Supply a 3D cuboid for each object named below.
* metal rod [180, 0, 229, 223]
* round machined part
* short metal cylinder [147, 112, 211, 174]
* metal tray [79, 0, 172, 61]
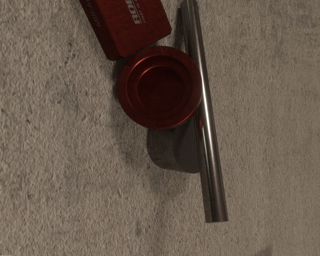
[{"bbox_3d":[0.052,-0.037,0.391,0.025,0.025,0.299,14,63,-40],"label":"metal rod"},{"bbox_3d":[0.002,-0.045,0.374,0.042,0.098,0.097,41,56,-79],"label":"round machined part"},{"bbox_3d":[0.029,0.018,0.415,0.081,0.050,0.079,0,90,-40],"label":"short metal cylinder"},{"bbox_3d":[-0.047,-0.156,0.363,0.091,0.030,0.129,-38,113,-34],"label":"metal tray"}]
